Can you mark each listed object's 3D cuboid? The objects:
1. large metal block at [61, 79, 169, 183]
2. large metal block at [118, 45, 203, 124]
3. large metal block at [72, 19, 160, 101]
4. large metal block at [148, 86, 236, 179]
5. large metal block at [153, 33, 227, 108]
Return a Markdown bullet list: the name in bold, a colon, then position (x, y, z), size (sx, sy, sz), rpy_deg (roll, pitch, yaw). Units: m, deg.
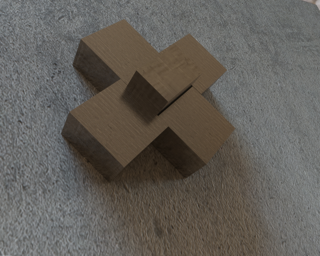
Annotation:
- **large metal block**: position (-0.052, 0.002, 0.360), size (0.080, 0.050, 0.080), rpy_deg (45, 51, 3)
- **large metal block**: position (-0.002, -0.049, 0.400), size (0.050, 0.080, 0.080), rpy_deg (45, 51, 3)
- **large metal block**: position (-0.054, -0.088, 0.414), size (0.080, 0.050, 0.080), rpy_deg (45, 51, 3)
- **large metal block**: position (0.039, 0.005, 0.408), size (0.080, 0.050, 0.080), rpy_deg (45, 51, 3)
- **large metal block**: position (0.039, -0.083, 0.462), size (0.080, 0.050, 0.080), rpy_deg (45, 51, 3)
